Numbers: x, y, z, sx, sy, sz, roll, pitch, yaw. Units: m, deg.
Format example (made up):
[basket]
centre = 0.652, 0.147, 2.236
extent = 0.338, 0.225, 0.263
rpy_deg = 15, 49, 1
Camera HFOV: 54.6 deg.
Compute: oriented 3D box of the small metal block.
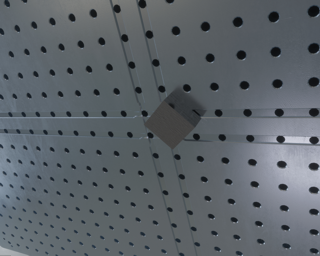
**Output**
[small metal block]
centre = 0.016, -0.008, 0.398
extent = 0.050, 0.025, 0.050
rpy_deg = 41, 129, 0
